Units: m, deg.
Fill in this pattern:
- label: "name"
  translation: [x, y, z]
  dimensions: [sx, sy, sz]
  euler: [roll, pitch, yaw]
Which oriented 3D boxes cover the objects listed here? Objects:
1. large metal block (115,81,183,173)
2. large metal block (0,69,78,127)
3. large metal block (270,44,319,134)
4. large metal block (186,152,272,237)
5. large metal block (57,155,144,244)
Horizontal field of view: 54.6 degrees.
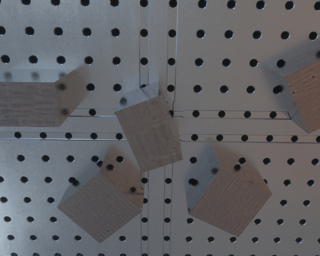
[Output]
- label: "large metal block"
  translation: [-0.011, -0.004, 0.382]
  dimensions: [0.050, 0.080, 0.080]
  euler: [-19, 109, 7]
- label: "large metal block"
  translation: [-0.150, -0.039, 0.369]
  dimensions: [0.080, 0.080, 0.050]
  euler: [1, 110, 0]
- label: "large metal block"
  translation: [0.196, -0.052, 0.382]
  dimensions: [0.080, 0.050, 0.080]
  euler: [-27, 108, 9]
- label: "large metal block"
  translation: [0.093, 0.093, 0.435]
  dimensions: [0.080, 0.050, 0.080]
  euler: [27, 108, -10]
- label: "large metal block"
  translation: [-0.080, 0.100, 0.436]
  dimensions: [0.080, 0.050, 0.080]
  euler: [-40, 106, 13]
